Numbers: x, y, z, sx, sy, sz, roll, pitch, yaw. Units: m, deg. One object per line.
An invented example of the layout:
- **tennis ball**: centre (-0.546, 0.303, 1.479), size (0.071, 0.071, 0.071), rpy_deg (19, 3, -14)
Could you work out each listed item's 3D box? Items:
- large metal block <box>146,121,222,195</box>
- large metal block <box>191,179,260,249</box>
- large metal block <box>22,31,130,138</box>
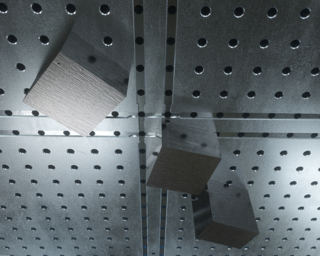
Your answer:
- **large metal block**: centre (0.030, 0.044, 0.433), size (0.081, 0.050, 0.079), rpy_deg (12, 129, -11)
- **large metal block**: centre (0.100, 0.135, 0.493), size (0.081, 0.080, 0.050), rpy_deg (19, 127, -16)
- **large metal block**: centre (-0.093, -0.047, 0.354), size (0.080, 0.050, 0.080), rpy_deg (34, 122, -26)
